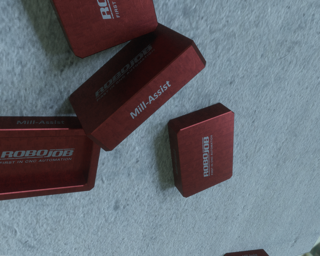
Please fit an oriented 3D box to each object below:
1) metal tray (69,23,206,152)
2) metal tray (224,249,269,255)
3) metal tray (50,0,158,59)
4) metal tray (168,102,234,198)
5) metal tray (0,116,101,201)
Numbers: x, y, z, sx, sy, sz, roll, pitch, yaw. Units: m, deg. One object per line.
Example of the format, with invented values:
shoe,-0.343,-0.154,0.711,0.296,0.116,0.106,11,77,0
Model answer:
metal tray,-0.028,-0.048,0.320,0.130,0.090,0.030,-42,130,0
metal tray,0.186,0.326,0.710,0.131,0.030,0.089,10,114,-33
metal tray,-0.060,-0.141,0.284,0.091,0.030,0.129,-25,128,-13
metal tray,0.064,0.035,0.462,0.091,0.030,0.129,-20,126,-17
metal tray,-0.137,0.033,0.349,0.131,0.030,0.089,-1,119,-29
